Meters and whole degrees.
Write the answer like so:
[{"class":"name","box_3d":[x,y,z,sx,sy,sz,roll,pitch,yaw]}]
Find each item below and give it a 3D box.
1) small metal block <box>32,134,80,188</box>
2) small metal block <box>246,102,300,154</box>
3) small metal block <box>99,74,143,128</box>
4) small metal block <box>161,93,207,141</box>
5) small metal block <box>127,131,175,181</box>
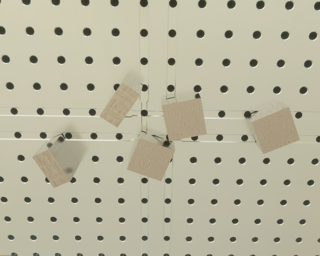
[{"class":"small metal block","box_3d":[-0.137,0.043,0.415,0.025,0.050,0.050,-25,108,9]},{"class":"small metal block","box_3d":[0.151,0.000,0.414,0.050,0.025,0.050,-23,109,8]},{"class":"small metal block","box_3d":[-0.047,-0.035,0.387,0.025,0.050,0.050,33,107,-11]},{"class":"small metal block","box_3d":[0.032,-0.014,0.408,0.050,0.025,0.050,-11,110,4]},{"class":"small metal block","box_3d":[-0.012,0.039,0.428,0.050,0.025,0.050,20,109,-8]}]
